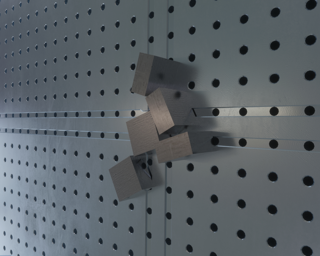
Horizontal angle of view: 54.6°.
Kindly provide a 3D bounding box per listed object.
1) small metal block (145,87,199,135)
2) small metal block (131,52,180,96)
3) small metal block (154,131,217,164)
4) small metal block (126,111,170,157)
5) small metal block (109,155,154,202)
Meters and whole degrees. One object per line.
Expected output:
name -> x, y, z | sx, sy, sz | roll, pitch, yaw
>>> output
small metal block -> 0.015, -0.020, 0.381 | 0.025, 0.050, 0.050 | -33, 69, 35
small metal block -> -0.005, -0.066, 0.399 | 0.025, 0.050, 0.050 | 23, 104, 38
small metal block -> 0.030, 0.023, 0.369 | 0.050, 0.050, 0.025 | -21, 77, 38
small metal block -> -0.015, 0.008, 0.423 | 0.050, 0.025, 0.050 | -23, 76, 37
small metal block -> -0.042, 0.072, 0.445 | 0.050, 0.025, 0.050 | -34, 69, 35
